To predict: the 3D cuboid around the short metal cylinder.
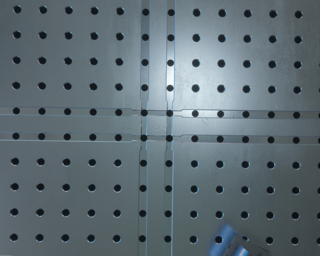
[{"bbox_3d":[0.116,0.181,0.387,0.080,0.080,0.050,31,90,0],"label":"short metal cylinder"}]
